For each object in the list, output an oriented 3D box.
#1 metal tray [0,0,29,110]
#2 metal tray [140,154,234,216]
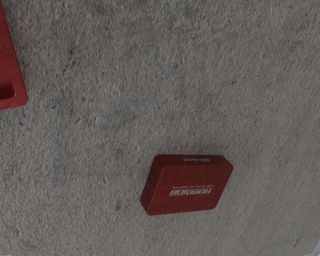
[{"bbox_3d":[-0.175,-0.074,0.261,0.091,0.030,0.129,-15,125,-20],"label":"metal tray"},{"bbox_3d":[0.043,0.087,0.481,0.131,0.030,0.089,4,117,-30],"label":"metal tray"}]
